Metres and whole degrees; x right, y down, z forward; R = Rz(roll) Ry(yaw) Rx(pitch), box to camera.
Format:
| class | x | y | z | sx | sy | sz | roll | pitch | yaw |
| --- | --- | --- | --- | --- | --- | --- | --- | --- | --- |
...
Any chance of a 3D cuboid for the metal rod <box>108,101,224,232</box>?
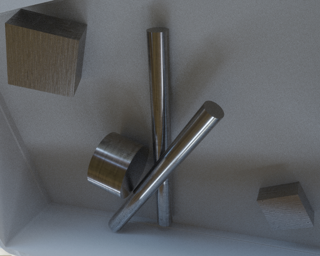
| class | x | y | z | sx | sy | sz | roll | pitch | yaw |
| --- | --- | --- | --- | --- | --- | --- | --- | --- | --- |
| metal rod | -0.009 | 0.071 | 0.422 | 0.025 | 0.025 | 0.298 | 38 | 131 | 2 |

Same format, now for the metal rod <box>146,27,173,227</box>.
| class | x | y | z | sx | sy | sz | roll | pitch | yaw |
| --- | --- | --- | --- | --- | --- | --- | --- | --- | --- |
| metal rod | 0.003 | 0.020 | 0.417 | 0.025 | 0.025 | 0.298 | 11 | 123 | 22 |

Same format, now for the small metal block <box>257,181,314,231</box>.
| class | x | y | z | sx | sy | sz | roll | pitch | yaw |
| --- | --- | --- | --- | --- | --- | --- | --- | --- | --- |
| small metal block | 0.157 | 0.098 | 0.387 | 0.050 | 0.025 | 0.050 | -20 | 108 | 35 |

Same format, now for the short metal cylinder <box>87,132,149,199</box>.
| class | x | y | z | sx | sy | sz | roll | pitch | yaw |
| --- | --- | --- | --- | --- | --- | --- | --- | --- | --- |
| short metal cylinder | -0.057 | 0.052 | 0.433 | 0.050 | 0.080 | 0.079 | 22 | 127 | 15 |

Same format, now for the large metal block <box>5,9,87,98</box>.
| class | x | y | z | sx | sy | sz | roll | pitch | yaw |
| --- | --- | --- | --- | --- | --- | --- | --- | --- | --- |
| large metal block | -0.141 | -0.092 | 0.389 | 0.081 | 0.050 | 0.079 | 12 | 128 | -9 |
